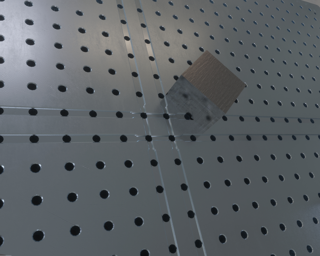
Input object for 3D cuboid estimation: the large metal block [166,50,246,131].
[{"bbox_3d":[0.070,-0.057,0.464,0.080,0.050,0.080,42,51,0],"label":"large metal block"}]
